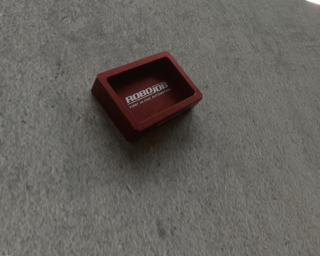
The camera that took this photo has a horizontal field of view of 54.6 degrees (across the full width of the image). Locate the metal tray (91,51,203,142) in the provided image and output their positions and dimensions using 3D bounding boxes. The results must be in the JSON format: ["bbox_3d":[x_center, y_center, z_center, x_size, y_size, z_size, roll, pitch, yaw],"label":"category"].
[{"bbox_3d":[-0.014,-0.048,0.421,0.131,0.030,0.090,-29,78,-37],"label":"metal tray"}]
